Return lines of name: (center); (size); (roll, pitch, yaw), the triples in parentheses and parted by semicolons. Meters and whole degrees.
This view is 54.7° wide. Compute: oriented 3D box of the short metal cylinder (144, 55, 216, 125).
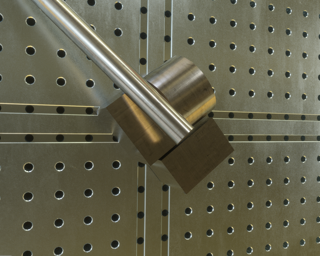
short metal cylinder: (0.019, -0.037, 0.364); (0.050, 0.080, 0.080); (-39, 103, -16)

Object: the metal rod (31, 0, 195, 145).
metal rod: (-0.080, -0.096, 0.328); (0.300, 0.025, 0.025); (45, 75, 7)

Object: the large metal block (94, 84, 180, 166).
large metal block: (-0.029, -0.005, 0.374); (0.050, 0.080, 0.080); (-40, 103, -16)

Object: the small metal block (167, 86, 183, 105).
small metal block: (0.015, -0.049, 0.420); (0.050, 0.025, 0.050); (-43, 104, -15)

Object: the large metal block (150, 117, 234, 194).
large metal block: (0.032, 0.031, 0.394); (0.080, 0.080, 0.050); (-39, 103, -16)
